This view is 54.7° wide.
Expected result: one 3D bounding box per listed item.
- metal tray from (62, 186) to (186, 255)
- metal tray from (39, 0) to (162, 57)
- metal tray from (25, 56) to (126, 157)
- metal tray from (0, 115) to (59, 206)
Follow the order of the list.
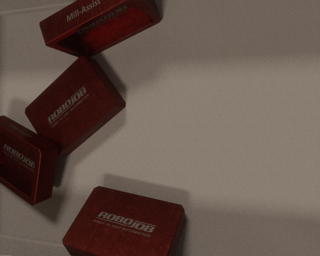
[{"bbox_3d":[-0.042,0.129,0.391,0.130,0.090,0.030,9,134,19],"label":"metal tray"},{"bbox_3d":[-0.074,-0.137,0.400,0.130,0.090,0.030,-21,83,18],"label":"metal tray"},{"bbox_3d":[-0.125,-0.029,0.451,0.130,0.030,0.090,-38,78,15],"label":"metal tray"},{"bbox_3d":[-0.212,0.045,0.461,0.130,0.030,0.089,23,110,26],"label":"metal tray"}]
